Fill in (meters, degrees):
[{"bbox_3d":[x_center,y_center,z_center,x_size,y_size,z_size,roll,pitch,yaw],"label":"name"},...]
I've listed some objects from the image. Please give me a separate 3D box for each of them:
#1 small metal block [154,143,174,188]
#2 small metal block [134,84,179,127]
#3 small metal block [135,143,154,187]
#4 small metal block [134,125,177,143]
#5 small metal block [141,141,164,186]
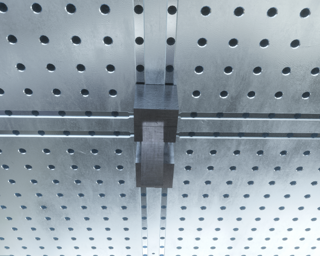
[{"bbox_3d":[0.005,0.049,0.435,0.025,0.050,0.050,1,130,-1],"label":"small metal block"},{"bbox_3d":[-0.005,-0.028,0.371,0.050,0.050,0.025,2,130,-2],"label":"small metal block"},{"bbox_3d":[-0.020,0.048,0.436,0.025,0.050,0.050,1,130,-1],"label":"small metal block"},{"bbox_3d":[-0.006,-0.008,0.387,0.050,0.050,0.025,2,130,-2],"label":"small metal block"},{"bbox_3d":[-0.009,0.041,0.376,0.025,0.050,0.050,1,88,0],"label":"small metal block"}]
